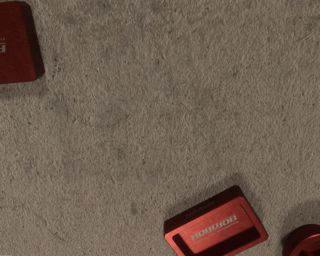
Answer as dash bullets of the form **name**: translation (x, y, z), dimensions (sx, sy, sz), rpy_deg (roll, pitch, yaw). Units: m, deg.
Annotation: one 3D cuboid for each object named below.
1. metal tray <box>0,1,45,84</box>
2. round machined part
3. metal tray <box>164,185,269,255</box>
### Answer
- **metal tray**: translation (-0.215, -0.097, 0.368), dimensions (0.131, 0.030, 0.089), rpy_deg (-5, 110, 1)
- **round machined part**: translation (0.236, 0.187, 0.473), dimensions (0.099, 0.042, 0.097), rpy_deg (0, 110, -1)
- **metal tray**: translation (0.082, 0.154, 0.464), dimensions (0.130, 0.030, 0.090), rpy_deg (-30, 108, 10)
